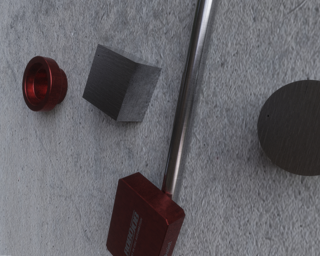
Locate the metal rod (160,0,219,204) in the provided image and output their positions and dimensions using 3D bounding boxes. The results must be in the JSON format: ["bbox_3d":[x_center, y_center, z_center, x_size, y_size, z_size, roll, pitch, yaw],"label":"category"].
[{"bbox_3d":[0.031,-0.021,0.377,0.025,0.025,0.298,17,101,38],"label":"metal rod"}]

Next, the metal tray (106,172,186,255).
[{"bbox_3d":[-0.024,0.134,0.402,0.090,0.030,0.129,34,124,34],"label":"metal tray"}]

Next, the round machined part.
[{"bbox_3d":[-0.204,-0.077,0.559,0.098,0.042,0.097,0,90,39],"label":"round machined part"}]

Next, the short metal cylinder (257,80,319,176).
[{"bbox_3d":[0.136,0.000,0.276,0.080,0.050,0.079,0,90,39],"label":"short metal cylinder"}]

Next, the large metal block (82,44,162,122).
[{"bbox_3d":[-0.055,-0.062,0.431,0.080,0.050,0.079,33,110,35],"label":"large metal block"}]
